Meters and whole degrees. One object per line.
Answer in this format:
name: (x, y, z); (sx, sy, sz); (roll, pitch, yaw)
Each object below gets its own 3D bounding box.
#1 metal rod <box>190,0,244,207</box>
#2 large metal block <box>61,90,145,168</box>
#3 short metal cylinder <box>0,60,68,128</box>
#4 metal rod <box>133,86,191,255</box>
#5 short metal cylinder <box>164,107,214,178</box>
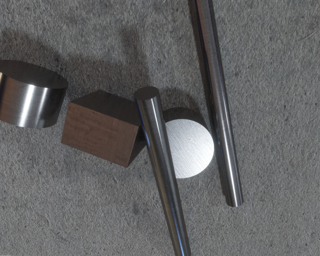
metal rod: (0.076, -0.029, 0.399); (0.025, 0.025, 0.298); (-12, 110, 4)
large metal block: (-0.057, -0.003, 0.370); (0.080, 0.080, 0.050); (20, 110, 7)
short metal cylinder: (-0.155, -0.041, 0.364); (0.080, 0.080, 0.050); (21, 109, -8)
metal rod: (0.011, 0.081, 0.392); (0.025, 0.025, 0.298); (-10, 128, 3)
short metal cylinder: (0.026, 0.018, 0.403); (0.081, 0.050, 0.079); (0, 110, -1)
